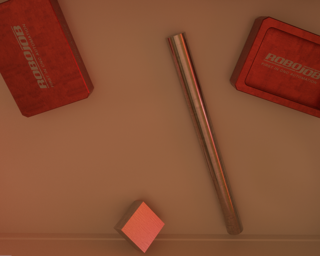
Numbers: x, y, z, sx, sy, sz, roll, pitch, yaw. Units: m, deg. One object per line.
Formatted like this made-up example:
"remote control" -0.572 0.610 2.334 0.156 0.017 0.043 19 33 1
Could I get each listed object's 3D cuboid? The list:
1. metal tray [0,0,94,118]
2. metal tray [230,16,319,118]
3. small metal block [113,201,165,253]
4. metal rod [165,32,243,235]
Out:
"metal tray" -0.148 -0.087 0.374 0.090 0.030 0.129 -18 109 6
"metal tray" 0.165 -0.073 0.384 0.131 0.030 0.089 17 109 -7
"small metal block" -0.030 0.142 0.449 0.050 0.025 0.050 50 59 -16
"metal rod" 0.066 0.021 0.420 0.025 0.025 0.298 -18 109 6
